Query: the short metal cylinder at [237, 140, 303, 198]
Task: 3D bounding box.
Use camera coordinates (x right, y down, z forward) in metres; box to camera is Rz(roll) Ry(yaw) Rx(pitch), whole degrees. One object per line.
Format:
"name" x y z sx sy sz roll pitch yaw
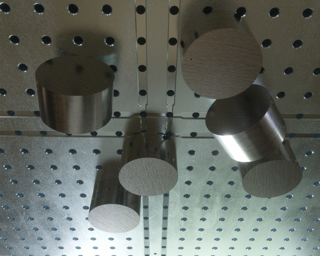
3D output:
"short metal cylinder" 0.154 0.055 0.444 0.081 0.050 0.079 0 130 0

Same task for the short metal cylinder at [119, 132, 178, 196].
"short metal cylinder" -0.016 0.052 0.439 0.081 0.050 0.079 -1 130 0

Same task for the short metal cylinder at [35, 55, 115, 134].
"short metal cylinder" -0.092 -0.038 0.342 0.081 0.080 0.050 7 130 -6

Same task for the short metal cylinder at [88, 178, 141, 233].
"short metal cylinder" -0.072 0.127 0.502 0.081 0.050 0.079 0 130 0

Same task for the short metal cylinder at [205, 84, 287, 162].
"short metal cylinder" 0.102 -0.006 0.371 0.080 0.080 0.050 -27 125 21

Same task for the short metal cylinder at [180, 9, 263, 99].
"short metal cylinder" 0.062 -0.078 0.329 0.081 0.050 0.079 0 130 0
